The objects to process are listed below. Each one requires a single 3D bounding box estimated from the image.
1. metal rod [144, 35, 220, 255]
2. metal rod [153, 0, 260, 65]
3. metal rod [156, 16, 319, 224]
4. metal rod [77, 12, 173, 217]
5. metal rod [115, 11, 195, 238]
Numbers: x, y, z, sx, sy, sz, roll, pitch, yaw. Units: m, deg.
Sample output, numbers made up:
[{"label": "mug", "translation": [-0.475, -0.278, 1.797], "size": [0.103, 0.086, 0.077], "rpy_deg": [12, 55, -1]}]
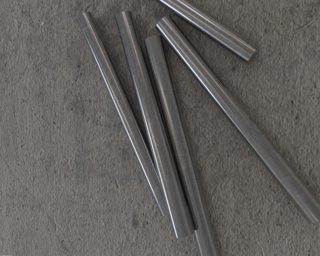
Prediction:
[{"label": "metal rod", "translation": [0.028, 0.026, 0.399], "size": [0.025, 0.025, 0.298], "rpy_deg": [-16, 85, 19]}, {"label": "metal rod", "translation": [0.000, -0.178, 0.408], "size": [0.300, 0.025, 0.025], "rpy_deg": [40, 103, 15]}, {"label": "metal rod", "translation": [0.091, -0.019, 0.376], "size": [0.025, 0.025, 0.299], "rpy_deg": [-39, 78, 16]}, {"label": "metal rod", "translation": [-0.047, -0.025, 0.425], "size": [0.025, 0.025, 0.299], "rpy_deg": [-27, 81, 18]}, {"label": "metal rod", "translation": [-0.010, -0.012, 0.401], "size": [0.025, 0.025, 0.299], "rpy_deg": [-19, 80, 19]}]
